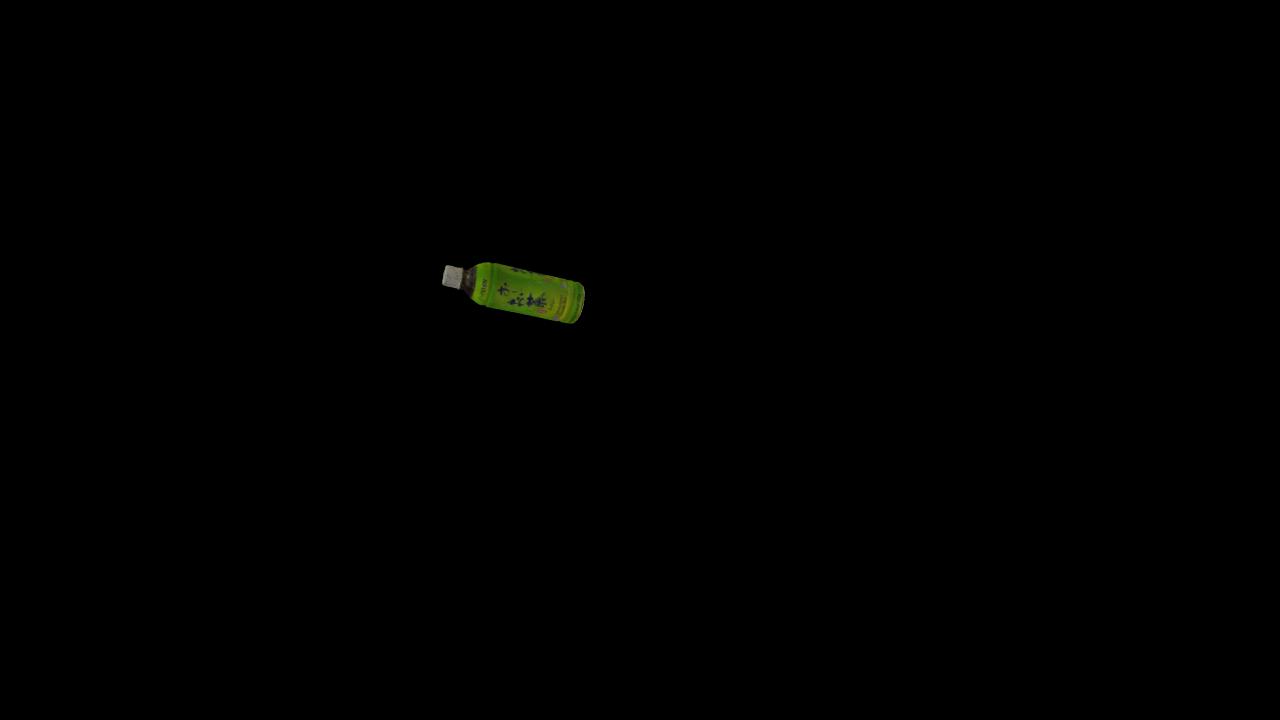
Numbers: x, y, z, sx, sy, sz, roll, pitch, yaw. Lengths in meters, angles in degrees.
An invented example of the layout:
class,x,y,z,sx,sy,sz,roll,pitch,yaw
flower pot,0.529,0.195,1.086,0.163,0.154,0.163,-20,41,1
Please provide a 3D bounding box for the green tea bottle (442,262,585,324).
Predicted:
class,x,y,z,sx,sy,sz,roll,pitch,yaw
green tea bottle,-0.194,-0.107,0.948,0.212,0.073,0.073,8,-3,-23
